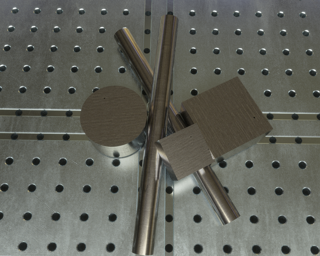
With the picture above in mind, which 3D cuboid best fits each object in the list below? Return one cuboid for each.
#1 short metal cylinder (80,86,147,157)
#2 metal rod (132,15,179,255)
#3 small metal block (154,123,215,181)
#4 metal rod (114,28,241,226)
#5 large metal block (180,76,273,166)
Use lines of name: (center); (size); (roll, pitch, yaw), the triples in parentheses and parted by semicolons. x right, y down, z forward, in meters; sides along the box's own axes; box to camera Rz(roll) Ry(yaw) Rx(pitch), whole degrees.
short metal cylinder: (-0.056, -0.007, 0.397); (0.081, 0.050, 0.080); (0, 70, -1)
metal rod: (-0.004, -0.001, 0.387); (0.025, 0.025, 0.299); (6, 78, 2)
small metal block: (0.028, 0.028, 0.364); (0.050, 0.025, 0.050); (-24, 87, -17)
metal rod: (0.014, -0.014, 0.413); (0.025, 0.025, 0.299); (-27, 73, -9)
large metal block: (0.081, -0.007, 0.397); (0.080, 0.050, 0.080); (-26, 72, -9)
